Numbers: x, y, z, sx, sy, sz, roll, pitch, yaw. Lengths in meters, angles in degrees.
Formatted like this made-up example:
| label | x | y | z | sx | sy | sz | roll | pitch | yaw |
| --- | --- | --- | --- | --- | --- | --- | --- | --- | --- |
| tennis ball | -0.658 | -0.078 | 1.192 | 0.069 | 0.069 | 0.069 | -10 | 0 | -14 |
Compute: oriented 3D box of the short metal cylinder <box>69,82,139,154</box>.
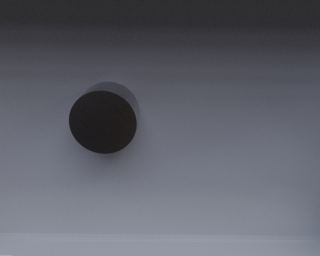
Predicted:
| label | x | y | z | sx | sy | sz | roll | pitch | yaw |
| --- | --- | --- | --- | --- | --- | --- | --- | --- | --- |
| short metal cylinder | -0.068 | -0.014 | 0.392 | 0.080 | 0.050 | 0.079 | 0 | 110 | 0 |
